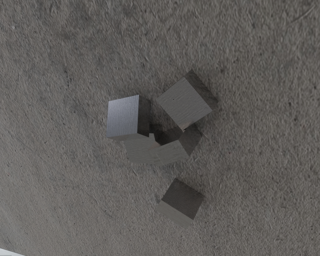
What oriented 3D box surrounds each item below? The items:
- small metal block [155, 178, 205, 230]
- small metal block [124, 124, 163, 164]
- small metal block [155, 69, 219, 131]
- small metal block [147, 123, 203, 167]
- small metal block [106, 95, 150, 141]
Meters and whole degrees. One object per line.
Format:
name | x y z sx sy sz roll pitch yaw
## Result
small metal block | 0.029 0.107 0.441 0.050 0.050 0.025 31 128 8
small metal block | -0.021 0.022 0.431 0.050 0.025 0.050 2 120 27
small metal block | 0.032 -0.033 0.370 0.050 0.025 0.050 49 129 -7
small metal block | 0.019 0.019 0.392 0.050 0.050 0.025 -23 106 36
small metal block | -0.041 -0.012 0.404 0.050 0.025 0.050 -8 72 32
